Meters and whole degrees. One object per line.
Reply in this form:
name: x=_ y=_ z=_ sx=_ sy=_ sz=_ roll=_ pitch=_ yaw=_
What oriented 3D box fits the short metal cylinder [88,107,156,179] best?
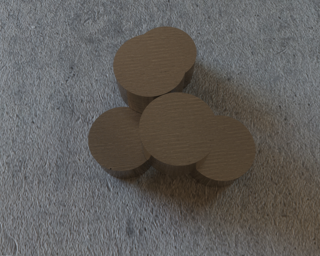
short metal cylinder: x=-0.044 y=0.020 z=0.388 sx=0.081 sy=0.050 sz=0.080 roll=0 pitch=70 yaw=0

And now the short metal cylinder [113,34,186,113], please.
short metal cylinder: x=-0.011 y=-0.062 z=0.365 sx=0.080 sy=0.050 sz=0.080 roll=0 pitch=70 yaw=0

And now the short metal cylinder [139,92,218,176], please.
short metal cylinder: x=0.019 y=0.008 z=0.339 sx=0.081 sy=0.050 sz=0.080 roll=0 pitch=70 yaw=-1

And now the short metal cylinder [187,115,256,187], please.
short metal cylinder: x=0.071 y=0.030 z=0.385 sx=0.081 sy=0.050 sz=0.080 roll=0 pitch=70 yaw=0

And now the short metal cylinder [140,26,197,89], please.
short metal cylinder: x=0.008 y=-0.092 z=0.430 sx=0.081 sy=0.050 sz=0.080 roll=0 pitch=70 yaw=0
